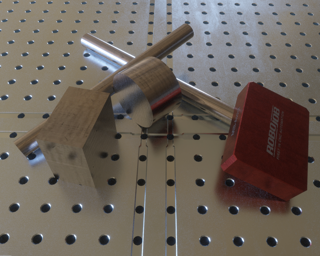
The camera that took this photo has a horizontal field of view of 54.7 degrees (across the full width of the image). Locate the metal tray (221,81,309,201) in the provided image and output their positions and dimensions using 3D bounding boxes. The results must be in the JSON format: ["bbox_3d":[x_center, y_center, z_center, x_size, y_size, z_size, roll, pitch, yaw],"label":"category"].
[{"bbox_3d":[0.132,0.011,0.378,0.090,0.030,0.130,26,52,-3],"label":"metal tray"}]

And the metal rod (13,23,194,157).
[{"bbox_3d":[-0.065,-0.063,0.436,0.301,0.025,0.025,-40,60,-20],"label":"metal rod"}]

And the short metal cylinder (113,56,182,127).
[{"bbox_3d":[-0.017,-0.048,0.412,0.050,0.080,0.080,-36,59,-26],"label":"short metal cylinder"}]

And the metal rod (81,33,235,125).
[{"bbox_3d":[-0.008,-0.080,0.474,0.300,0.025,0.025,31,57,23],"label":"metal rod"}]

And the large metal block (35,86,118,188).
[{"bbox_3d":[-0.091,0.011,0.362,0.050,0.080,0.080,11,51,9],"label":"large metal block"}]
